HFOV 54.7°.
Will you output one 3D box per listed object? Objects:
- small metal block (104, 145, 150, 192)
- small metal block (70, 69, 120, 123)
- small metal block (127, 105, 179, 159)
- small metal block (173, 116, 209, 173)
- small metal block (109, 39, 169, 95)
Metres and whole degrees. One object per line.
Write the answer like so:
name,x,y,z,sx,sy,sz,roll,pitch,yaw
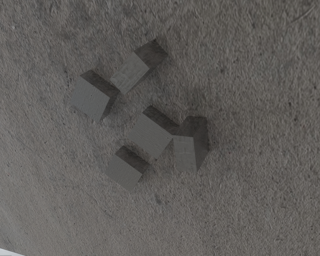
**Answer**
small metal block,-0.051,0.063,0.472,0.050,0.025,0.050,35,129,4
small metal block,-0.090,-0.044,0.428,0.050,0.025,0.050,36,129,4
small metal block,-0.008,0.006,0.415,0.050,0.025,0.050,37,129,3
small metal block,0.040,0.019,0.382,0.025,0.050,0.050,5,121,25
small metal block,-0.024,-0.071,0.359,0.025,0.050,0.050,47,129,-4
